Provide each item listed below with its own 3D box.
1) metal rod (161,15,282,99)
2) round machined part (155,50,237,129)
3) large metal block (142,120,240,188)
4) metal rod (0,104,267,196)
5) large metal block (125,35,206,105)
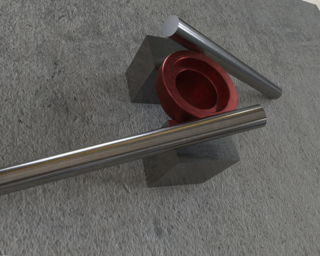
[{"bbox_3d":[0.110,-0.088,0.452,0.302,0.025,0.025,14,53,-47],"label":"metal rod"},{"bbox_3d":[0.038,-0.040,0.366,0.099,0.042,0.098,14,56,-21],"label":"round machined part"},{"bbox_3d":[0.032,0.032,0.369,0.081,0.080,0.050,1,62,-28],"label":"large metal block"},{"bbox_3d":[-0.039,0.023,0.300,0.302,0.025,0.025,-14,67,-10],"label":"metal rod"},{"bbox_3d":[0.008,-0.074,0.421,0.081,0.080,0.050,1,62,-28],"label":"large metal block"}]
